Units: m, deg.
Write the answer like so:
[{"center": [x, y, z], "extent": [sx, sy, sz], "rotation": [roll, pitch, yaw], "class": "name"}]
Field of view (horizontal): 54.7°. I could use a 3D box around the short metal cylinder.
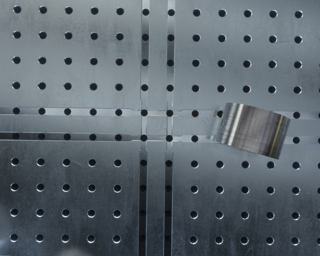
[{"center": [0.114, 0.004, 0.387], "extent": [0.080, 0.080, 0.050], "rotation": [17, 90, 0], "class": "short metal cylinder"}]
